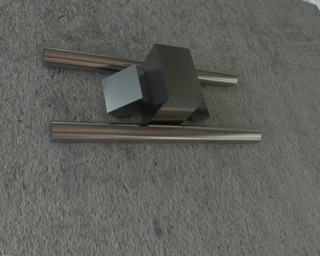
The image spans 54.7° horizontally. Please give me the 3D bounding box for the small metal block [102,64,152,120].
[{"bbox_3d":[-0.043,-0.045,0.394,0.025,0.050,0.050,37,36,-59],"label":"small metal block"}]

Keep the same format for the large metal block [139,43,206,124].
[{"bbox_3d":[0.007,-0.051,0.409,0.050,0.080,0.080,1,62,-28],"label":"large metal block"}]

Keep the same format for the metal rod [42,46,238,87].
[{"bbox_3d":[-0.010,-0.085,0.453,0.303,0.025,0.025,1,61,-28],"label":"metal rod"}]

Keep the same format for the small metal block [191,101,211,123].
[{"bbox_3d":[0.050,-0.042,0.442,0.025,0.050,0.050,-18,64,9],"label":"small metal block"}]

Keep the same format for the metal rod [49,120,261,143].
[{"bbox_3d":[0.014,0.008,0.409,0.303,0.025,0.025,2,61,-28],"label":"metal rod"}]
